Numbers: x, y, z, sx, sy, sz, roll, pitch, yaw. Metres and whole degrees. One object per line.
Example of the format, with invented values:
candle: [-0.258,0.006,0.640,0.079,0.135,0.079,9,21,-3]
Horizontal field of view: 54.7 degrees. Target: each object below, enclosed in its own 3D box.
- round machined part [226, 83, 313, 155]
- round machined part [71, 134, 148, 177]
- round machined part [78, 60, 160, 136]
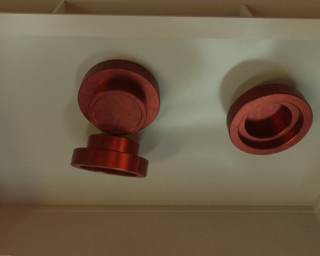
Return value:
round machined part: [0.133,-0.015,0.388,0.099,0.042,0.097,-1,130,0]
round machined part: [-0.063,0.036,0.408,0.099,0.042,0.098,8,166,2]
round machined part: [-0.049,-0.029,0.373,0.099,0.042,0.097,-1,130,0]
